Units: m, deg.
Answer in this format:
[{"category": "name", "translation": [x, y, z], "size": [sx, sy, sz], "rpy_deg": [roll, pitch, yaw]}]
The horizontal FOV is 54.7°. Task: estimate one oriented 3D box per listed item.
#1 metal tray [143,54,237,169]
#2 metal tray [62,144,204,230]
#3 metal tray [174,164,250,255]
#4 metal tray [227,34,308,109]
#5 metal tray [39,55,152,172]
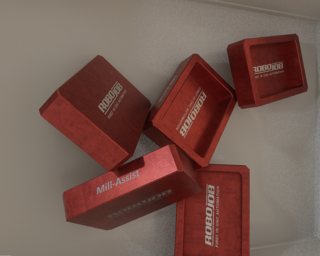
[{"category": "metal tray", "translation": [0.043, -0.022, 0.401], "size": [0.090, 0.030, 0.130], "rpy_deg": [41, 58, -17]}, {"category": "metal tray", "translation": [-0.026, 0.070, 0.341], "size": [0.130, 0.090, 0.030], "rpy_deg": [-25, 60, 10]}, {"category": "metal tray", "translation": [0.068, 0.112, 0.399], "size": [0.090, 0.030, 0.129], "rpy_deg": [1, 79, 10]}, {"category": "metal tray", "translation": [0.159, -0.084, 0.448], "size": [0.131, 0.030, 0.089], "rpy_deg": [-16, 96, -34]}, {"category": "metal tray", "translation": [-0.060, -0.023, 0.337], "size": [0.090, 0.130, 0.030], "rpy_deg": [43, 115, -14]}]
